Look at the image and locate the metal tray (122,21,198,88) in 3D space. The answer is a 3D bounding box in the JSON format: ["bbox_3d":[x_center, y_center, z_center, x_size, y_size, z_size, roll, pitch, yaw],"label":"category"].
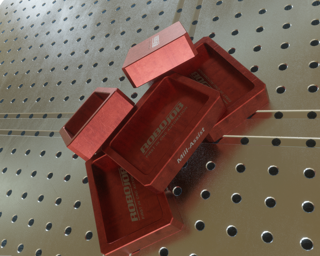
[{"bbox_3d":[-0.001,-0.106,0.431,0.090,0.030,0.130,-27,23,11],"label":"metal tray"}]

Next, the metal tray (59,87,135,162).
[{"bbox_3d":[-0.090,-0.012,0.418,0.090,0.030,0.130,-51,22,-8],"label":"metal tray"}]

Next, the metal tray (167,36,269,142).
[{"bbox_3d":[0.064,-0.055,0.404,0.090,0.030,0.130,-37,51,3],"label":"metal tray"}]

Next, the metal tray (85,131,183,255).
[{"bbox_3d":[-0.037,0.076,0.376,0.090,0.030,0.130,-29,52,9],"label":"metal tray"}]

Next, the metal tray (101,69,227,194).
[{"bbox_3d":[0.003,0.000,0.364,0.090,0.030,0.130,32,79,37],"label":"metal tray"}]
